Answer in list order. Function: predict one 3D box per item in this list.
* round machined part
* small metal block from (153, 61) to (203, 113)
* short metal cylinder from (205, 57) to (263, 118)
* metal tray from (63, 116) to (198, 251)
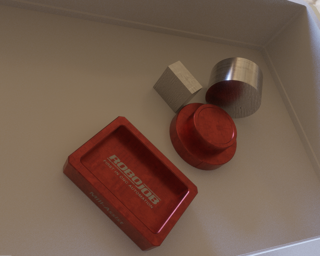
[{"bbox_3d":[0.066,0.006,0.429,0.099,0.042,0.098,14,56,-21],"label":"round machined part"},{"bbox_3d":[0.024,-0.058,0.440,0.025,0.050,0.050,-34,81,-38],"label":"small metal block"},{"bbox_3d":[0.113,-0.060,0.470,0.080,0.080,0.050,27,52,-12],"label":"short metal cylinder"},{"bbox_3d":[-0.030,0.059,0.351,0.130,0.030,0.090,44,51,2],"label":"metal tray"}]
